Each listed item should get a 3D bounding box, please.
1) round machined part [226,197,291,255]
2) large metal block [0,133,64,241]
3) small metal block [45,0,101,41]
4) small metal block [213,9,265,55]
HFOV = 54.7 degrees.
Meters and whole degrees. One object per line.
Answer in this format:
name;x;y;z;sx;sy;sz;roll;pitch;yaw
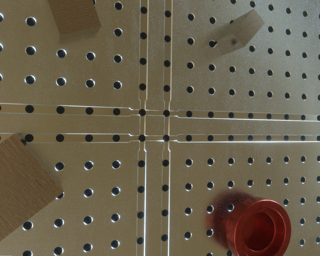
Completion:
round machined part;0.140;0.150;0.457;0.099;0.042;0.097;0;90;-21
large metal block;-0.166;0.061;0.338;0.080;0.050;0.080;-39;103;-16
small metal block;-0.105;-0.139;0.374;0.050;0.025;0.050;-20;97;-19
small metal block;0.112;-0.136;0.442;0.025;0.050;0.050;45;76;-15
